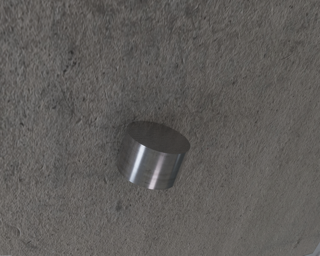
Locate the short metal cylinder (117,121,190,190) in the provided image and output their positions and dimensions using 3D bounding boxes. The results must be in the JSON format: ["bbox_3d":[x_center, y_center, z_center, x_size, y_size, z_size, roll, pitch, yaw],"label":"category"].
[{"bbox_3d":[-0.009,0.032,0.386,0.081,0.080,0.050,5,116,-31],"label":"short metal cylinder"}]
